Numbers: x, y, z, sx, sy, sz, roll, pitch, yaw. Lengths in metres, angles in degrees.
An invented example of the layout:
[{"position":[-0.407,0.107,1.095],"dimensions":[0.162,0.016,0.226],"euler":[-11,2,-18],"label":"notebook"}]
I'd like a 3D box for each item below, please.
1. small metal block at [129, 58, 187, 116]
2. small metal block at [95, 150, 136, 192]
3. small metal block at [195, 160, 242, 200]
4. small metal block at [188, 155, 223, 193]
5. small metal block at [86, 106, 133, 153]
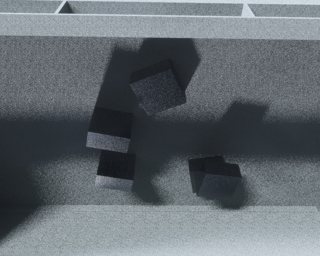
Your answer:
[{"position":[-0.002,-0.048,0.368],"dimensions":[0.050,0.025,0.050],"euler":[-18,128,15],"label":"small metal block"},{"position":[-0.063,0.060,0.443],"dimensions":[0.050,0.050,0.025],"euler":[10,129,-9],"label":"small metal block"},{"position":[0.082,0.075,0.441],"dimensions":[0.050,0.025,0.050],"euler":[8,130,-7],"label":"small metal block"},{"position":[0.072,0.071,0.470],"dimensions":[0.050,0.025,0.050],"euler":[-8,130,6],"label":"small metal block"},{"position":[-0.063,0.002,0.393],"dimensions":[0.050,0.050,0.025],"euler":[10,129,-9],"label":"small metal block"}]
